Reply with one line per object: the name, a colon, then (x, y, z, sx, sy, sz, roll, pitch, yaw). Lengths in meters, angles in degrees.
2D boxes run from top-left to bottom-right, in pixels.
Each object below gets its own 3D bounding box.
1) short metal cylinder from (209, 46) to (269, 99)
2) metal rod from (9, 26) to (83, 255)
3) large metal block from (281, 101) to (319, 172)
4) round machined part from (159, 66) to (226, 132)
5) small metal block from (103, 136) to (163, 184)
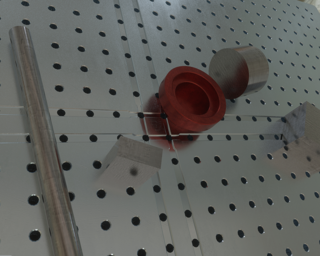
short metal cylinder: (0.125, -0.090, 0.498, 0.050, 0.080, 0.080, -17, 71, -35)
metal rod: (-0.126, 0.012, 0.333, 0.025, 0.025, 0.299, -7, 65, -32)
large metal block: (0.259, 0.015, 0.526, 0.080, 0.050, 0.080, 32, 51, -8)
round machined part: (0.042, -0.037, 0.445, 0.099, 0.042, 0.098, 14, 56, -21)
small metal block: (-0.031, 0.038, 0.353, 0.050, 0.050, 0.025, 19, 54, -18)
